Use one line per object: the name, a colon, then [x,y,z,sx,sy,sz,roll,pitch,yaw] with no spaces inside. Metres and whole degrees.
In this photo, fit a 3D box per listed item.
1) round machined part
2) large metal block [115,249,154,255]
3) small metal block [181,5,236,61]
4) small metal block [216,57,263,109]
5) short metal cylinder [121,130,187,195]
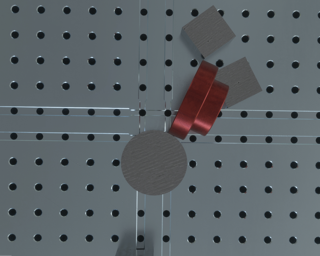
round machined part: [0.050,-0.029,0.377,0.042,0.098,0.098,25,90,2]
large metal block: [-0.033,0.207,0.386,0.050,0.080,0.079,-1,90,0]
small metal block: [0.064,-0.125,0.414,0.050,0.025,0.050,-36,90,0]
small metal block: [0.100,-0.060,0.415,0.050,0.025,0.050,-27,90,-1]
short metal cylinder: [-0.007,0.042,0.401,0.081,0.050,0.079,0,90,0]
